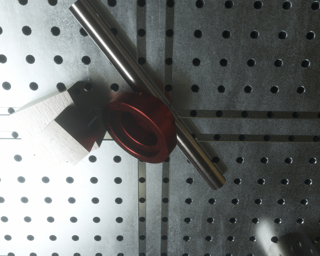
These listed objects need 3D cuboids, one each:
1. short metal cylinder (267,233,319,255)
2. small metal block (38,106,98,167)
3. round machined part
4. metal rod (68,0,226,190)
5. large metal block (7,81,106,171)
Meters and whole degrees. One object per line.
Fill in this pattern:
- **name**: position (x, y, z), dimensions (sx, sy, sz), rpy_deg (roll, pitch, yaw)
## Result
- **short metal cylinder**: position (0.215, 0.212, 0.482), dimensions (0.081, 0.050, 0.079), rpy_deg (0, 110, -1)
- **small metal block**: position (-0.101, 0.008, 0.348), dimensions (0.025, 0.050, 0.050), rpy_deg (-41, 106, 13)
- **round machined part**: position (-0.020, -0.005, 0.384), dimensions (0.098, 0.042, 0.097), rpy_deg (25, 144, 21)
- **metal rod**: position (-0.006, -0.032, 0.401), dimensions (0.025, 0.025, 0.300), rpy_deg (-35, 107, 12)
- **large metal block**: position (-0.128, -0.003, 0.397), dimensions (0.080, 0.050, 0.080), rpy_deg (-22, 109, 7)
